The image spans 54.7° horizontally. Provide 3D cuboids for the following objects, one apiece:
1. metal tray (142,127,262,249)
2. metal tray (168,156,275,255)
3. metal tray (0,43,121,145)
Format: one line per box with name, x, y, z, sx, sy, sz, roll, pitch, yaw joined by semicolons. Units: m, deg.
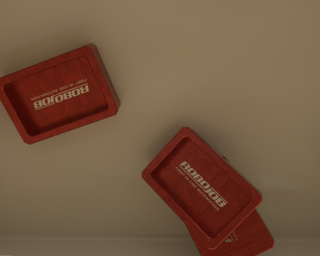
metal tray;0.051;0.073;0.395;0.130;0.030;0.090;44;98;18
metal tray;0.079;0.113;0.415;0.090;0.030;0.130;-31;73;10
metal tray;-0.127;-0.042;0.391;0.130;0.030;0.090;-19;109;6
